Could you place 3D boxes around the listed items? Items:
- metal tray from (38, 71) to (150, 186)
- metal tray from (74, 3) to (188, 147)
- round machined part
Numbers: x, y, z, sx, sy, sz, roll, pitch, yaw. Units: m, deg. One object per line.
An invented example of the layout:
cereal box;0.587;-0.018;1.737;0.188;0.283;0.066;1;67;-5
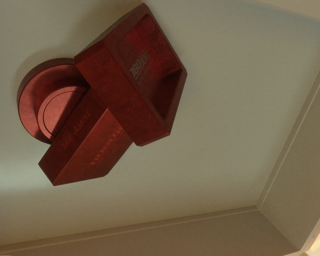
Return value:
metal tray;-0.061;0.003;0.340;0.129;0.030;0.090;-51;158;17
metal tray;-0.016;-0.056;0.287;0.030;0.130;0.090;-24;115;25
round machined part;-0.098;-0.021;0.332;0.099;0.042;0.097;-14;125;-21
